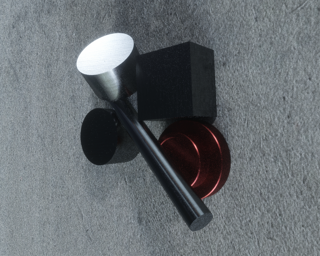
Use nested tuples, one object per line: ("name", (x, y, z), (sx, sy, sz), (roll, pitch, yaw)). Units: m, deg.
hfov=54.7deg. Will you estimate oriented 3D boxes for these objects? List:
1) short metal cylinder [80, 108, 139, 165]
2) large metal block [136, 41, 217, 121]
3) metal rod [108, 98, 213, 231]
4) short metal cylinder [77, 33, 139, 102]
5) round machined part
("short metal cylinder", (-0.070, 0.012, 0.449), (0.080, 0.050, 0.080), (0, 90, 40))
("large metal block", (0.019, -0.051, 0.372), (0.080, 0.050, 0.080), (-4, 88, 40))
("metal rod", (-0.030, 0.000, 0.387), (0.025, 0.025, 0.300), (-60, 43, 23))
("short metal cylinder", (-0.063, -0.082, 0.418), (0.080, 0.050, 0.080), (-11, 50, 14))
("round machined part", (0.030, 0.038, 0.369), (0.098, 0.042, 0.097), (0, 90, 40))
